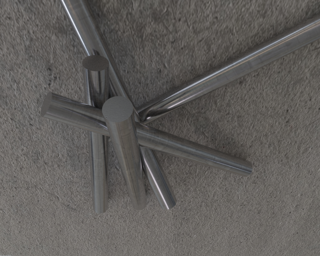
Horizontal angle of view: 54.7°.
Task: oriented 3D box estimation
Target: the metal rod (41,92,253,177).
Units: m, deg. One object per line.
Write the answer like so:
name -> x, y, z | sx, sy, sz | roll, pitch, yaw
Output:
metal rod -> 0.011, 0.019, 0.374 | 0.302, 0.025, 0.025 | 20, 129, -35

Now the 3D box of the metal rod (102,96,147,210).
metal rod -> -0.034, 0.054, 0.382 | 0.025, 0.025, 0.299 | 0, 152, 0

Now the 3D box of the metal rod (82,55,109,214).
metal rod -> -0.080, 0.035, 0.407 | 0.025, 0.025, 0.298 | 6, 139, -5

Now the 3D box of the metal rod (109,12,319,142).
metal rod -> 0.053, -0.052, 0.363 | 0.300, 0.025, 0.025 | -26, 126, 20

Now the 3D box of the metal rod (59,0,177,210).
metal rod -> -0.038, -0.015, 0.364 | 0.025, 0.025, 0.299 | -16, 120, 12
